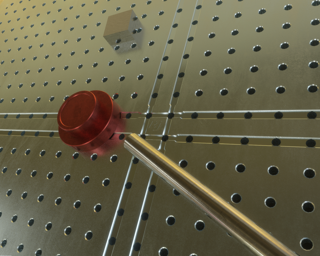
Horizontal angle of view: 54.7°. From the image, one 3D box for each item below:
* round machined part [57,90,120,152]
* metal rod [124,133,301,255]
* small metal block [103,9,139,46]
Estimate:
[{"bbox_3d":[-0.114,-0.017,0.465,0.098,0.042,0.098,-13,56,20],"label":"round machined part"},{"bbox_3d":[0.060,0.085,0.323,0.300,0.025,0.025,34,81,38],"label":"metal rod"},{"bbox_3d":[-0.069,-0.179,0.552,0.050,0.025,0.050,-7,59,24],"label":"small metal block"}]
